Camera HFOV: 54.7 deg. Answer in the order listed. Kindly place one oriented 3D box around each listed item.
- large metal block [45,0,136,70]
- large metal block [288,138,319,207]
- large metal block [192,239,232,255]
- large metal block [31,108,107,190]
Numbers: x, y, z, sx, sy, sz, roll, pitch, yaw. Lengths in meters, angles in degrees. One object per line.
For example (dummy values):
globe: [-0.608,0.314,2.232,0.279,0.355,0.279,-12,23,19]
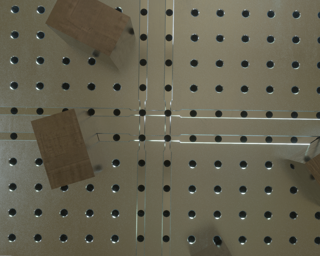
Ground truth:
large metal block: [-0.081,-0.120,0.385,0.080,0.080,0.050,27,90,-1]
large metal block: [0.233,0.054,0.404,0.080,0.050,0.080,-34,90,0]
large metal block: [0.084,0.200,0.387,0.050,0.080,0.080,-29,90,0]
large metal block: [-0.108,0.023,0.385,0.050,0.080,0.080,-17,90,0]
